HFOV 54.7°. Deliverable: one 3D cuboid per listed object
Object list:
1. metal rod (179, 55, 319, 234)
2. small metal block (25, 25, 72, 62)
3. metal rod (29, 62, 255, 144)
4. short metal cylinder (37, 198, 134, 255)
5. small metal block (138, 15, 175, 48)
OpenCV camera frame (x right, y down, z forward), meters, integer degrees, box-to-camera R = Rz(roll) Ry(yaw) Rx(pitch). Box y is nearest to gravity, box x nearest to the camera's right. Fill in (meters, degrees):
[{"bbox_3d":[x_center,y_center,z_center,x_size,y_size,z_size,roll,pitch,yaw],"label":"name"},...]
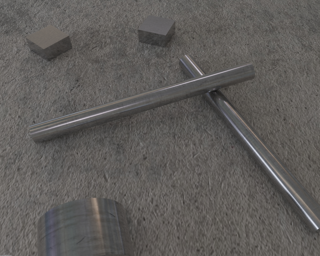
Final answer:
[{"bbox_3d":[0.104,-0.002,0.405,0.025,0.025,0.300,-20,53,-16],"label":"metal rod"},{"bbox_3d":[-0.187,-0.144,0.523,0.050,0.025,0.050,33,57,25],"label":"small metal block"},{"bbox_3d":[-0.018,-0.036,0.412,0.302,0.025,0.025,-17,52,-6],"label":"metal rod"},{"bbox_3d":[-0.067,0.106,0.278,0.081,0.080,0.050,-12,51,-10],"label":"short metal cylinder"},{"bbox_3d":[-0.005,-0.171,0.547,0.050,0.025,0.050,16,52,13],"label":"small metal block"}]
